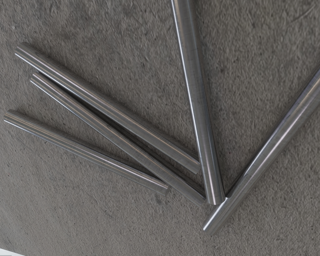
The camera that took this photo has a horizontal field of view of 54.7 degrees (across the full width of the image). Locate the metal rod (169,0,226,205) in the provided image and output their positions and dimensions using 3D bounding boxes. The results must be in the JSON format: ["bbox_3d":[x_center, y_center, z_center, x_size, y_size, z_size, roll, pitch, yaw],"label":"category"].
[{"bbox_3d":[0.042,-0.041,0.350,0.025,0.025,0.298,0,116,28],"label":"metal rod"}]

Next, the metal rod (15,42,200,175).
[{"bbox_3d":[-0.071,-0.030,0.425,0.301,0.025,0.025,33,129,6],"label":"metal rod"}]

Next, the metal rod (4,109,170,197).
[{"bbox_3d":[-0.122,0.034,0.492,0.301,0.025,0.025,22,127,14],"label":"metal rod"}]

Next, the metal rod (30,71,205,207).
[{"bbox_3d":[-0.060,0.013,0.446,0.300,0.025,0.025,36,129,3],"label":"metal rod"}]

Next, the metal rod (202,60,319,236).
[{"bbox_3d":[0.120,0.039,0.367,0.025,0.025,0.298,30,128,9],"label":"metal rod"}]
